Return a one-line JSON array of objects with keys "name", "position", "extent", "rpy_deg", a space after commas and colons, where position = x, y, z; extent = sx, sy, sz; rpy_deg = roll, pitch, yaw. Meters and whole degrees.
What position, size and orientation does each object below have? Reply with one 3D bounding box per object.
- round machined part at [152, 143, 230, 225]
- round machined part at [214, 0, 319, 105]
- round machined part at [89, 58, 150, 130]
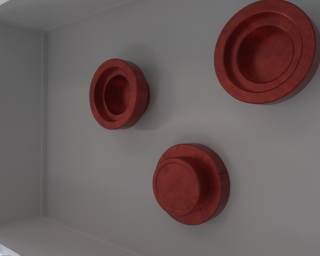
[{"name": "round machined part", "position": [0.030, 0.067, 0.371], "extent": [0.098, 0.042, 0.097], "rpy_deg": [0, 90, 40]}, {"name": "round machined part", "position": [0.107, -0.072, 0.307], "extent": [0.098, 0.042, 0.097], "rpy_deg": [0, 90, 40]}, {"name": "round machined part", "position": [-0.053, -0.046, 0.440], "extent": [0.098, 0.042, 0.097], "rpy_deg": [0, 90, 40]}]
